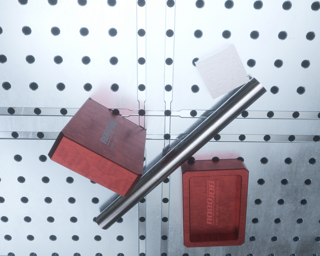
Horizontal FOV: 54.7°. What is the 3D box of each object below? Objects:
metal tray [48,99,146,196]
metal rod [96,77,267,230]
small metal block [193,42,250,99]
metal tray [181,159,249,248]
[{"bbox_3d":[-0.064,0.016,0.362,0.090,0.130,0.030,30,107,-11],"label":"metal tray"},{"bbox_3d":[0.020,0.043,0.429,0.299,0.025,0.025,-43,105,13],"label":"metal rod"},{"bbox_3d":[0.077,-0.072,0.388,0.050,0.025,0.050,-27,108,9],"label":"small metal block"},{"bbox_3d":[0.078,0.112,0.452,0.091,0.030,0.129,-3,110,0],"label":"metal tray"}]
